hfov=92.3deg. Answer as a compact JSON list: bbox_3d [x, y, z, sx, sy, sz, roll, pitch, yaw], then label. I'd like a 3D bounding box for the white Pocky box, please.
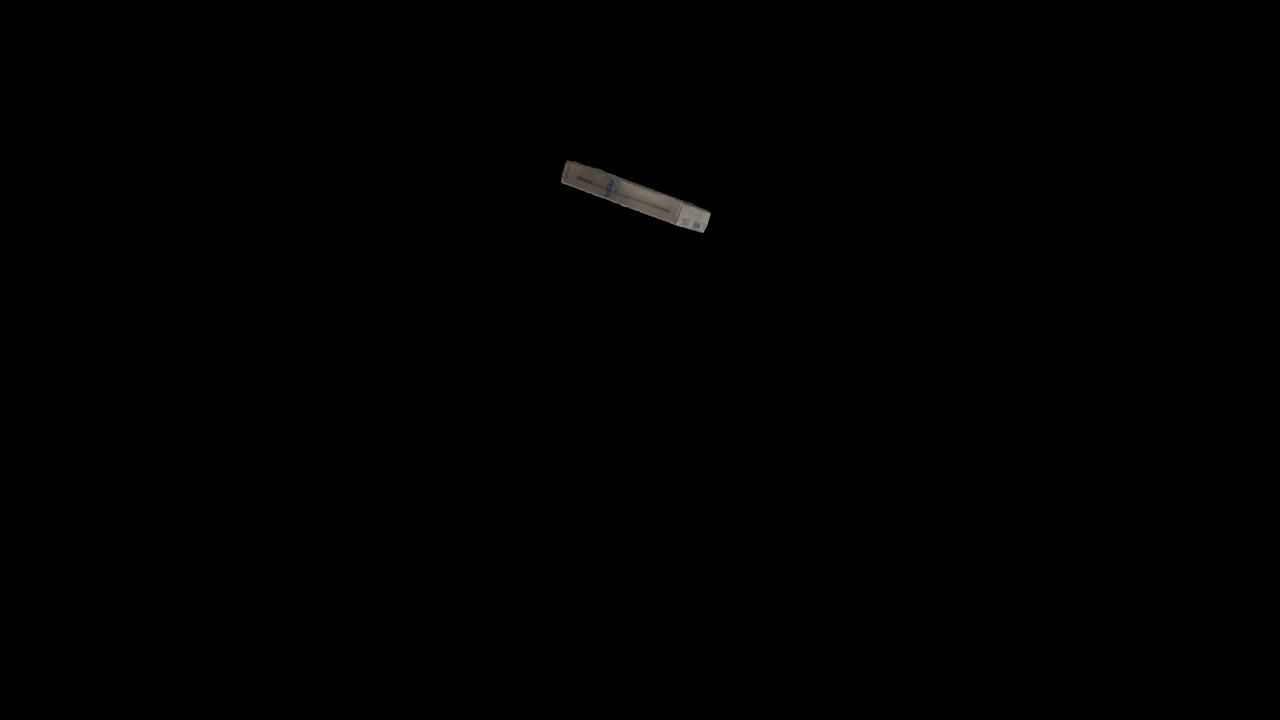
[{"bbox_3d":[-0.004,-0.183,0.686,0.154,0.028,0.084,27,17,24],"label":"white Pocky box"}]
